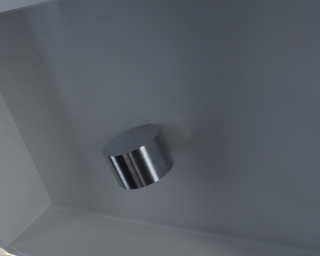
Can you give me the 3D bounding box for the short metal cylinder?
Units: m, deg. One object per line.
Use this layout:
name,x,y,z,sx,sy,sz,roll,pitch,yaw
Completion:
short metal cylinder,-0.028,0.036,0.409,0.080,0.080,0.050,-10,114,32
